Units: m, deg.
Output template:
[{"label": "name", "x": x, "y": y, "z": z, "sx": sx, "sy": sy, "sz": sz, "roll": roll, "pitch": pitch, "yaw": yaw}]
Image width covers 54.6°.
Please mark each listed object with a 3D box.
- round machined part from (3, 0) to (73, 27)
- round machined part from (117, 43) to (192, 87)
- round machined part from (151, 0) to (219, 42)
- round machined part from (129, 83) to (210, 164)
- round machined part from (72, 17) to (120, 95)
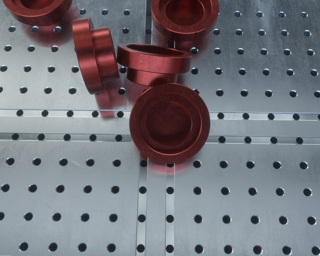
[{"label": "round machined part", "x": -0.182, "y": -0.196, "z": 0.474, "sx": 0.099, "sy": 0.042, "sz": 0.098, "roll": 0, "pitch": 70, "yaw": 0}, {"label": "round machined part", "x": -0.009, "y": -0.084, "z": 0.415, "sx": 0.098, "sy": 0.098, "sz": 0.042, "roll": 9, "pitch": 112, "yaw": 3}, {"label": "round machined part", "x": 0.037, "y": -0.169, "z": 0.465, "sx": 0.099, "sy": 0.042, "sz": 0.098, "roll": 0, "pitch": 70, "yaw": 0}, {"label": "round machined part", "x": 0.011, "y": -0.006, "z": 0.394, "sx": 0.099, "sy": 0.042, "sz": 0.097, "roll": 0, "pitch": 92, "yaw": -4}, {"label": "round machined part", "x": -0.080, "y": -0.095, "z": 0.408, "sx": 0.042, "sy": 0.098, "sz": 0.098, "roll": -12, "pitch": 71, "yaw": -4}]
